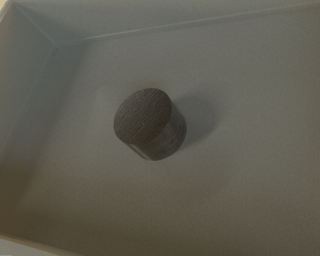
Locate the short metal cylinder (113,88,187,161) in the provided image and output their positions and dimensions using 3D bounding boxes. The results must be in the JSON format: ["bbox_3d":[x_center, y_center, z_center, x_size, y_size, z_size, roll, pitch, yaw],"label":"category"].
[{"bbox_3d":[-0.012,-0.004,0.400,0.080,0.050,0.080,-13,56,21],"label":"short metal cylinder"}]
